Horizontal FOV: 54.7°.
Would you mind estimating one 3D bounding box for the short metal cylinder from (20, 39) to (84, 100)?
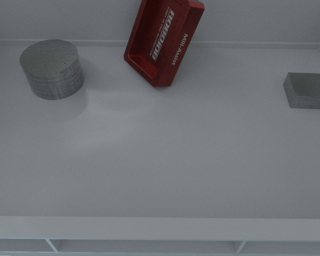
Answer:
[{"bbox_3d":[-0.158,-0.087,0.460,0.081,0.050,0.080,0,50,0],"label":"short metal cylinder"}]

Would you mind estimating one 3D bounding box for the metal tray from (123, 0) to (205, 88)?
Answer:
[{"bbox_3d":[0.000,-0.136,0.451,0.030,0.129,0.090,-10,46,-43],"label":"metal tray"}]

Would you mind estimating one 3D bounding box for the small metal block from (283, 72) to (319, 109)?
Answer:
[{"bbox_3d":[0.215,-0.055,0.454,0.050,0.025,0.050,2,50,1],"label":"small metal block"}]
